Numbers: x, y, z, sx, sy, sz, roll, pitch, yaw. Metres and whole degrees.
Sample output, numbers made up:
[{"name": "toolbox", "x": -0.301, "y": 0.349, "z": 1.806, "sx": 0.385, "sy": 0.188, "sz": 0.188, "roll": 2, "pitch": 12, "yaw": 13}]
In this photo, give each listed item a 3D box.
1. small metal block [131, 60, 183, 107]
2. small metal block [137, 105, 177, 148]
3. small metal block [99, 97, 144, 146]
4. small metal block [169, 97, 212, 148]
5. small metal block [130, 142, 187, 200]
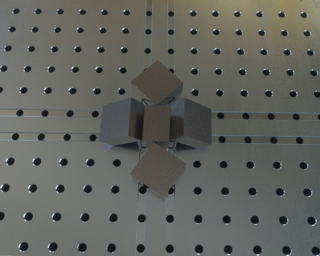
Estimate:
[{"name": "small metal block", "x": -0.004, "y": -0.058, "z": 0.433, "sx": 0.050, "sy": 0.025, "sz": 0.050, "roll": -42, "pitch": 75, "yaw": -14}, {"name": "small metal block", "x": -0.003, "y": -0.002, "z": 0.412, "sx": 0.050, "sy": 0.025, "sz": 0.050, "roll": 1, "pitch": 69, "yaw": 0}, {"name": "small metal block", "x": -0.049, "y": -0.007, "z": 0.401, "sx": 0.050, "sy": 0.025, "sz": 0.050, "roll": -12, "pitch": 67, "yaw": 35}, {"name": "small metal block", "x": 0.040, "y": -0.005, "z": 0.399, "sx": 0.050, "sy": 0.025, "sz": 0.050, "roll": 19, "pitch": 65, "yaw": -37}, {"name": "small metal block", "x": -0.002, "y": 0.054, "z": 0.391, "sx": 0.050, "sy": 0.025, "sz": 0.050, "roll": 32, "pitch": 74, "yaw": 12}]
